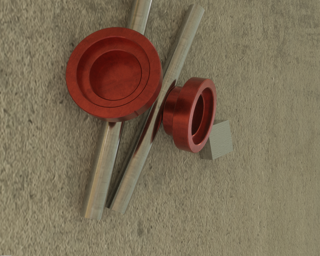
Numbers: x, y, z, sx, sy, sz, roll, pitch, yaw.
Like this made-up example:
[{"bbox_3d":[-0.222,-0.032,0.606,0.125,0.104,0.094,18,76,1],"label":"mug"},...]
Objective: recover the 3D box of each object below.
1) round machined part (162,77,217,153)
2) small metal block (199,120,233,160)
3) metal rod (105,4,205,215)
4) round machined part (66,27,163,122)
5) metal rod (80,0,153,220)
[{"bbox_3d":[0.038,-0.019,0.409,0.099,0.042,0.097,-37,134,-52],"label":"round machined part"},{"bbox_3d":[0.084,0.017,0.475,0.050,0.025,0.050,-17,101,-39],"label":"small metal block"},{"bbox_3d":[0.000,-0.037,0.404,0.025,0.025,0.299,34,69,-35],"label":"metal rod"},{"bbox_3d":[-0.046,-0.053,0.332,0.042,0.098,0.098,60,41,-77],"label":"round machined part"},{"bbox_3d":[-0.045,-0.046,0.366,0.025,0.025,0.299,20,78,-38],"label":"metal rod"}]
